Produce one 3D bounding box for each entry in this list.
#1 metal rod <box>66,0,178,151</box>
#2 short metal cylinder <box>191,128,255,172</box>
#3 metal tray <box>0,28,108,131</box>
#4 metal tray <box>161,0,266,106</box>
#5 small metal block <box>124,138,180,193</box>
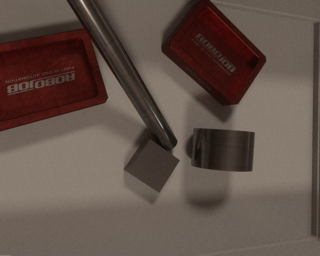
[{"bbox_3d":[-0.050,-0.081,0.329,0.025,0.025,0.299,-43,128,-15],"label":"metal rod"},{"bbox_3d":[0.084,0.028,0.414,0.081,0.080,0.050,5,89,-20],"label":"short metal cylinder"},{"bbox_3d":[-0.136,-0.056,0.357,0.131,0.030,0.089,-18,96,-20],"label":"metal tray"},{"bbox_3d":[0.079,-0.104,0.438,0.130,0.030,0.090,38,78,-16],"label":"metal tray"},{"bbox_3d":[-0.011,0.049,0.408,0.050,0.025,0.050,37,78,-17],"label":"small metal block"}]
